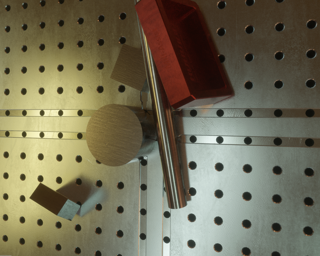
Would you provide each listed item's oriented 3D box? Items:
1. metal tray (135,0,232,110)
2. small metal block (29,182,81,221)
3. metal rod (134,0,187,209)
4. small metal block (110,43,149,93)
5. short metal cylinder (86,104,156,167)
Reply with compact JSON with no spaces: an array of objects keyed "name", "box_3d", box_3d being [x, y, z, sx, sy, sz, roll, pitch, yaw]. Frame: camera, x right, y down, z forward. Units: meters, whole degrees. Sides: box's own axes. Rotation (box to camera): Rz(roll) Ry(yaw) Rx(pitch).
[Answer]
[{"name":"metal tray","box_3d":[0.030,-0.090,0.364,0.030,0.091,0.129,-25,81,39]},{"name":"small metal block","box_3d":[-0.150,0.107,0.448,0.050,0.050,0.025,25,71,18]},{"name":"metal rod","box_3d":[-0.001,-0.045,0.392,0.025,0.025,0.298,-8,95,19]},{"name":"small metal block","box_3d":[-0.033,-0.081,0.423,0.050,0.025,0.050,25,98,18]},{"name":"short metal cylinder","box_3d":[-0.051,0.009,0.416,0.080,0.050,0.079,0,90,19]}]
